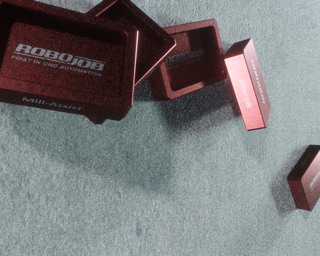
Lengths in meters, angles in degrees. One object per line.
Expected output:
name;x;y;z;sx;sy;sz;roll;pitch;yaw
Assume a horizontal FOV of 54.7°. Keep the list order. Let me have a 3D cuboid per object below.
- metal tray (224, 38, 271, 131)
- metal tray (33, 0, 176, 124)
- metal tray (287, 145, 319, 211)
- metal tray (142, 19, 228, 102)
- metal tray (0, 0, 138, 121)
metal tray;0.146;-0.072;0.506;0.090;0.030;0.129;-50;123;-54
metal tray;-0.055;-0.078;0.331;0.090;0.030;0.130;41;62;-2
metal tray;0.334;0.108;0.686;0.131;0.030;0.090;-39;114;-33
metal tray;0.037;-0.098;0.434;0.131;0.030;0.089;-24;106;-38
metal tray;-0.089;-0.062;0.277;0.131;0.030;0.090;9;67;-17
